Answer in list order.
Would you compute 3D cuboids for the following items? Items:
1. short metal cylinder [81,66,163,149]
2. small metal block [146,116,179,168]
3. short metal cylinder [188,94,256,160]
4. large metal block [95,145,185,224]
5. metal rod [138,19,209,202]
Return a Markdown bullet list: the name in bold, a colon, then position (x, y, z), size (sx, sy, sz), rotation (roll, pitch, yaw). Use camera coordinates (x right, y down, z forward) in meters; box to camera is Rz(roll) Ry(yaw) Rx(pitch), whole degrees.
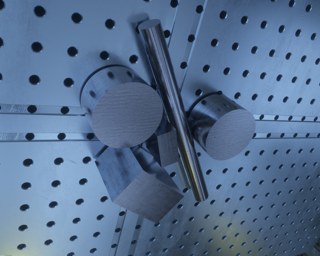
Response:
- **short metal cylinder**: position (-0.044, -0.024, 0.352), size (0.081, 0.050, 0.079), rotation (-14, 124, -21)
- **small metal block**: position (0.000, 0.014, 0.399), size (0.025, 0.050, 0.050), rotation (-20, 126, -17)
- **short metal cylinder**: position (0.086, -0.001, 0.436), size (0.081, 0.050, 0.079), rotation (-14, 124, -21)
- **large metal block**: position (-0.027, 0.064, 0.395), size (0.050, 0.080, 0.080), rotation (-47, 129, 5)
- **metal rod**: position (0.028, 0.000, 0.422), size (0.025, 0.025, 0.299), rotation (-28, 128, -11)
